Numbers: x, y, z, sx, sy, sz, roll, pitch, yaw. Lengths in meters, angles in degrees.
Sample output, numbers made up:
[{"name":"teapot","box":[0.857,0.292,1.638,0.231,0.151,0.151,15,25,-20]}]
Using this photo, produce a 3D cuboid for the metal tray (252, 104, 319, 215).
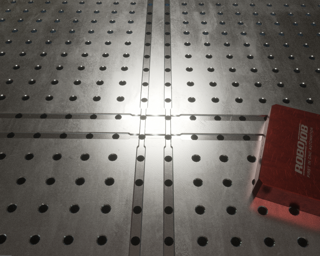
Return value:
[{"name":"metal tray","box":[0.171,0.034,0.378,0.090,0.030,0.130,16,52,12]}]
